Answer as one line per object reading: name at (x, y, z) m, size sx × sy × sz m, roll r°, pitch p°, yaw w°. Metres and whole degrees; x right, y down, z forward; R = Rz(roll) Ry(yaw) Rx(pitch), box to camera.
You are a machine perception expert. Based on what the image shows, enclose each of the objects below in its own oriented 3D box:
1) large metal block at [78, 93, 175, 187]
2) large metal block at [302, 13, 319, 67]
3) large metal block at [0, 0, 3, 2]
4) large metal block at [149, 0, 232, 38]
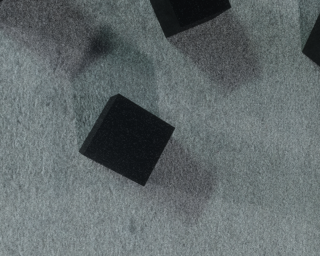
large metal block at (-0.041, 0.015, 0.381) m, size 0.080 × 0.050 × 0.080 m, roll 31°, pitch 80°, yaw -18°
large metal block at (0.294, -0.141, 0.507) m, size 0.080 × 0.050 × 0.080 m, roll 31°, pitch 80°, yaw -18°
large metal block at (-0.189, -0.183, 0.325) m, size 0.080 × 0.050 × 0.080 m, roll -43°, pitch 104°, yaw -15°
large metal block at (0.034, -0.176, 0.409) m, size 0.081 × 0.050 × 0.080 m, roll -27°, pitch 99°, yaw -18°
